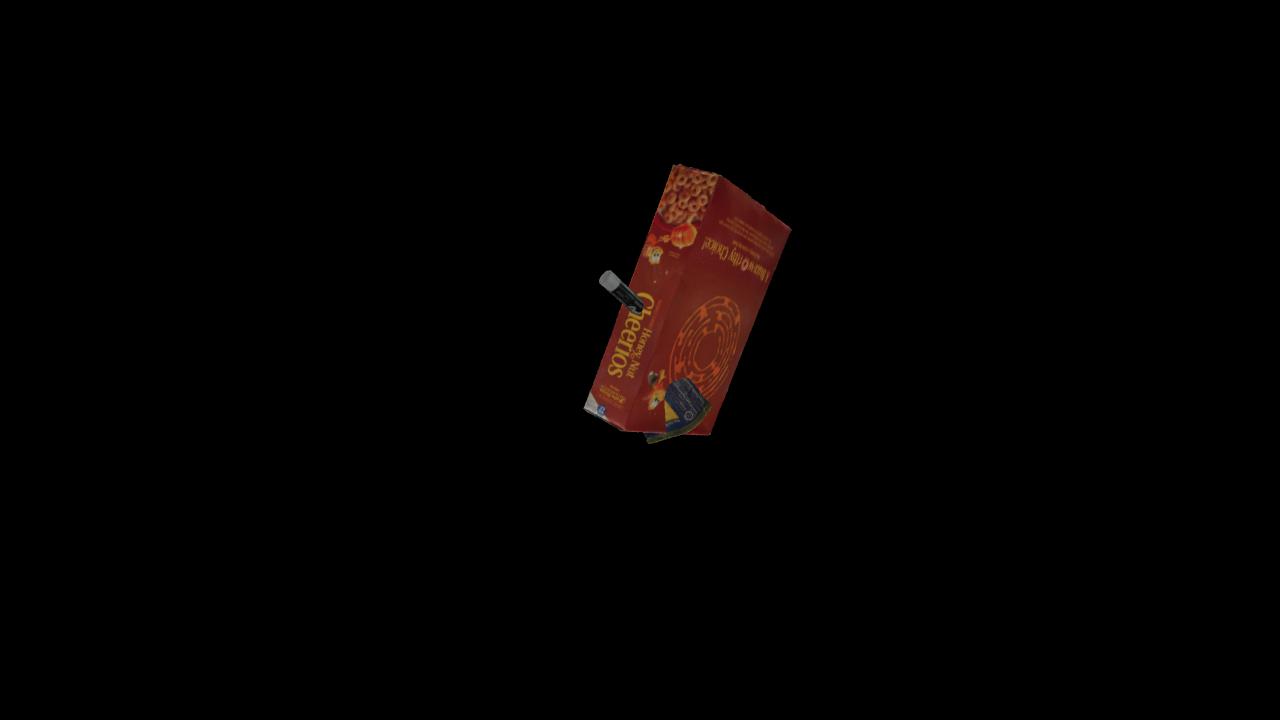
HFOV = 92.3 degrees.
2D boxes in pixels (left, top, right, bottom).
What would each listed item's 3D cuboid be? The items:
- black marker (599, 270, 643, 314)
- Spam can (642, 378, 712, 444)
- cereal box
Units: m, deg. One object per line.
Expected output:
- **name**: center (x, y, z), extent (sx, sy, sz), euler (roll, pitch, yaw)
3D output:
- **black marker**: center (0.000, -0.057, 0.696), extent (0.020, 0.020, 0.121), euler (0, -33, 49)
- **Spam can**: center (0.024, 0.048, 0.762), extent (0.101, 0.085, 0.058), euler (-26, 17, 48)
- **cereal box**: center (0.065, -0.057, 0.766), extent (0.081, 0.306, 0.203), euler (26, 9, 36)
